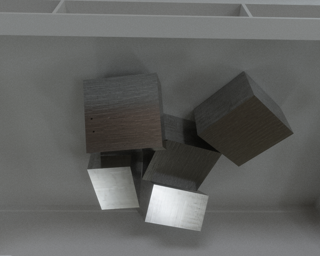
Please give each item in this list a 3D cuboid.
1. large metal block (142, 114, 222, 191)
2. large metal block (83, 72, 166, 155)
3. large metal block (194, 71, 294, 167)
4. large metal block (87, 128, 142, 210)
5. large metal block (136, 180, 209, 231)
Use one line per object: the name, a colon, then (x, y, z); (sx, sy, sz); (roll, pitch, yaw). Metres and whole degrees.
large metal block: (0.027, 0.035, 0.422); (0.081, 0.050, 0.079); (15, 129, -13)
large metal block: (-0.038, -0.013, 0.352); (0.080, 0.080, 0.050); (-5, 172, 5)
large metal block: (0.101, -0.009, 0.385); (0.080, 0.050, 0.080); (36, 121, -27)
large metal block: (-0.056, 0.051, 0.414); (0.050, 0.080, 0.080); (-4, 130, 3)
large metal block: (0.014, 0.108, 0.455); (0.081, 0.080, 0.050); (14, 86, -14)
